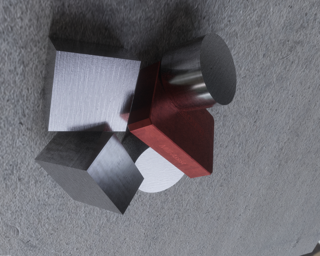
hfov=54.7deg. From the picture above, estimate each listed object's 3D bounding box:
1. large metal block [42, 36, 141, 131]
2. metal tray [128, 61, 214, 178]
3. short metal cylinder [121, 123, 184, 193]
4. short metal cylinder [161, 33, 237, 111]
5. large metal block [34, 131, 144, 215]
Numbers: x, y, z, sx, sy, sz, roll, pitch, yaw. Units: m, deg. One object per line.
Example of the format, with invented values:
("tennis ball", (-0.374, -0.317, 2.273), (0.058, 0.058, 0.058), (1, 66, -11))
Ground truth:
("large metal block", (-0.074, -0.043, 0.322), (0.081, 0.050, 0.079), (1, 118, -29))
("metal tray", (0.021, -0.006, 0.376), (0.030, 0.090, 0.130), (-17, 139, 33))
("short metal cylinder", (-0.008, 0.039, 0.413), (0.081, 0.050, 0.079), (-14, 124, -21))
("short metal cylinder", (0.046, -0.062, 0.354), (0.080, 0.050, 0.080), (12, 74, -49))
("large metal block", (-0.077, 0.047, 0.351), (0.050, 0.080, 0.080), (-59, 139, -33))
